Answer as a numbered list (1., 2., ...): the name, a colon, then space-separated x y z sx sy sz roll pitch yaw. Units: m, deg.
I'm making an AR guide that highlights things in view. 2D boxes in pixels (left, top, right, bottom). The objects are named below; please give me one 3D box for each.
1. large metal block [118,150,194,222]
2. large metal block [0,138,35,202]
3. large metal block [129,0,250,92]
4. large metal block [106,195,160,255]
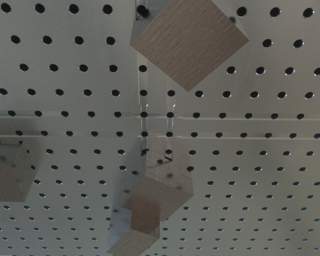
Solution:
1. large metal block: -0.007 0.090 0.472 0.080 0.050 0.080 26 126 -20
2. large metal block: -0.235 0.060 0.445 0.080 0.050 0.080 2 130 -2
3. large metal block: 0.028 -0.097 0.313 0.080 0.050 0.080 35 122 -26
4. large metal block: -0.043 0.155 0.506 0.050 0.080 0.080 26 126 -20
